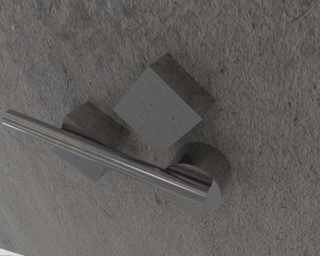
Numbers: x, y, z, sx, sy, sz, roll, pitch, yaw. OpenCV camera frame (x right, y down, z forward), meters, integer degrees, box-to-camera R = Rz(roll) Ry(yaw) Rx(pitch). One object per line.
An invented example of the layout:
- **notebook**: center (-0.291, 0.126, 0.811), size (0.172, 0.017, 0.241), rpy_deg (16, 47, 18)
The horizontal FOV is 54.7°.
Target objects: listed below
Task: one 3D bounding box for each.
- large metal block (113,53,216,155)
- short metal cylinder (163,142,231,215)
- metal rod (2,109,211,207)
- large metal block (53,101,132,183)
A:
- **large metal block**: center (0.004, -0.028, 0.371), size (0.080, 0.050, 0.080), rpy_deg (44, 129, -3)
- **short metal cylinder**: center (0.047, 0.066, 0.406), size (0.080, 0.050, 0.079), rpy_deg (13, 124, 21)
- **metal rod**: center (-0.081, 0.033, 0.405), size (0.301, 0.025, 0.025), rpy_deg (19, 126, 16)
- **large metal block**: center (-0.101, 0.021, 0.457), size (0.080, 0.050, 0.079), rpy_deg (36, 129, 4)
